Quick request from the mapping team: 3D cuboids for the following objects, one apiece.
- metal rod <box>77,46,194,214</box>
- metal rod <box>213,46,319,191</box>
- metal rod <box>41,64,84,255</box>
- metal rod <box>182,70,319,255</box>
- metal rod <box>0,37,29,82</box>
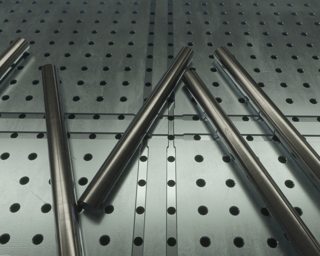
[{"bbox_3d":[-0.017,-0.019,0.423,0.025,0.025,0.301,19,52,15],"label":"metal rod"},{"bbox_3d":[0.153,-0.017,0.422,0.025,0.025,0.300,-16,52,-13],"label":"metal rod"},{"bbox_3d":[-0.128,0.020,0.390,0.025,0.025,0.300,-13,51,-11],"label":"metal rod"},{"bbox_3d":[0.099,0.028,0.384,0.025,0.025,0.300,-17,52,-14],"label":"metal rod"},{"bbox_3d":[-0.270,-0.032,0.433,0.025,0.025,0.300,11,51,9],"label":"metal rod"}]
